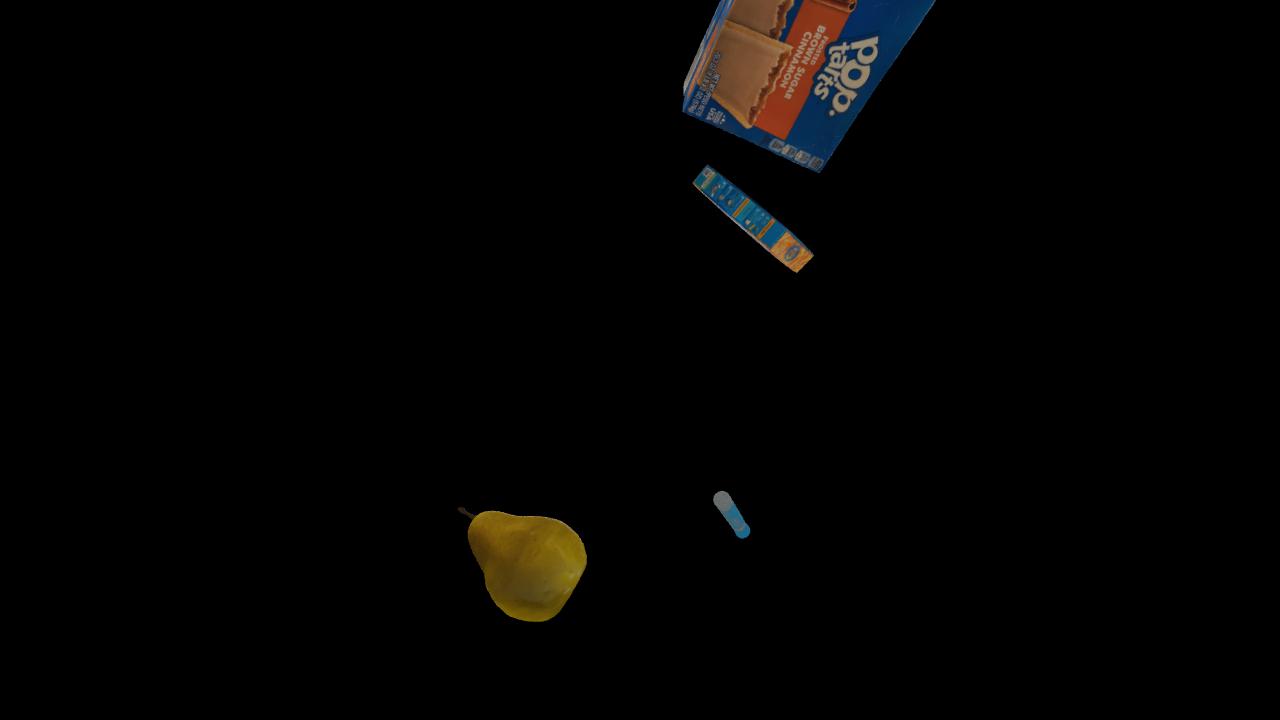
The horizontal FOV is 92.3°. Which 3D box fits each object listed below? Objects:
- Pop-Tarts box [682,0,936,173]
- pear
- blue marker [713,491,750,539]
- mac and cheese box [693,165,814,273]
[{"bbox_3d":[0.133,-0.270,0.518,0.141,0.083,0.167,19,-47,-12],"label":"Pop-Tarts box"},{"bbox_3d":[-0.096,0.143,0.467,0.111,0.080,0.080,33,2,4],"label":"pear"},{"bbox_3d":[0.107,0.179,0.704,0.020,0.020,0.121,0,-31,22],"label":"blue marker"},{"bbox_3d":[0.160,-0.203,0.881,0.093,0.041,0.184,23,24,-51],"label":"mac and cheese box"}]
